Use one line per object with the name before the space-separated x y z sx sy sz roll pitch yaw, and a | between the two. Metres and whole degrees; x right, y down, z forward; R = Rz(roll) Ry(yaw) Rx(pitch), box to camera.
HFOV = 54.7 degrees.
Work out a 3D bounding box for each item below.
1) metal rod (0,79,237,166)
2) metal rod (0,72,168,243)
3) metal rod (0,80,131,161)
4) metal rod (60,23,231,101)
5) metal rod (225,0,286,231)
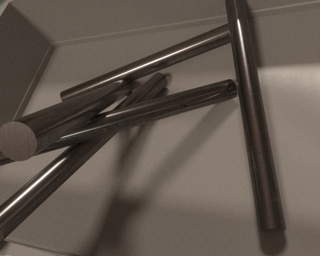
metal rod | -0.048 -0.008 0.345 0.302 0.025 0.025 -17 49 -18
metal rod | -0.079 0.017 0.355 0.025 0.025 0.301 12 42 33
metal rod | -0.071 -0.027 0.331 0.025 0.025 0.301 -27 10 11
metal rod | -0.021 -0.095 0.473 0.301 0.025 0.025 -18 55 17
metal rod | 0.103 -0.039 0.356 0.025 0.025 0.299 -12 62 21
